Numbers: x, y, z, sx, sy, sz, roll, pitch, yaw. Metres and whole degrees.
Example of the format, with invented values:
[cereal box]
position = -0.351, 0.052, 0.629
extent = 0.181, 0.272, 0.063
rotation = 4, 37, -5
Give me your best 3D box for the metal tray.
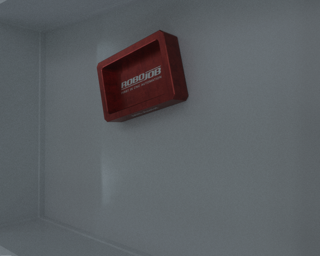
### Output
[metal tray]
position = -0.029, -0.065, 0.425
extent = 0.130, 0.030, 0.090
rotation = -16, 80, 38
